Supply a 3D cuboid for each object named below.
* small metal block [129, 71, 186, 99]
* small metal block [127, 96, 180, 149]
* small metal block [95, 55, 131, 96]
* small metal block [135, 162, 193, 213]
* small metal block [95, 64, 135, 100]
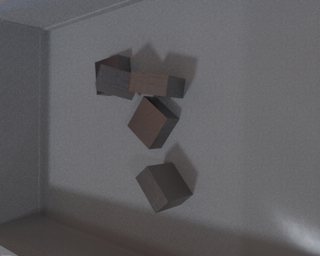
[{"bbox_3d":[-0.002,-0.053,0.385,0.050,0.050,0.025,11,97,26],"label":"small metal block"},{"bbox_3d":[-0.010,-0.007,0.413,0.050,0.025,0.050,45,117,30],"label":"small metal block"},{"bbox_3d":[-0.070,-0.077,0.462,0.050,0.025,0.050,-7,86,39],"label":"small metal block"},{"bbox_3d":[0.006,0.072,0.384,0.025,0.050,0.050,-48,62,29],"label":"small metal block"},{"bbox_3d":[-0.057,-0.059,0.410,0.050,0.050,0.025,157,128,-79],"label":"small metal block"}]
